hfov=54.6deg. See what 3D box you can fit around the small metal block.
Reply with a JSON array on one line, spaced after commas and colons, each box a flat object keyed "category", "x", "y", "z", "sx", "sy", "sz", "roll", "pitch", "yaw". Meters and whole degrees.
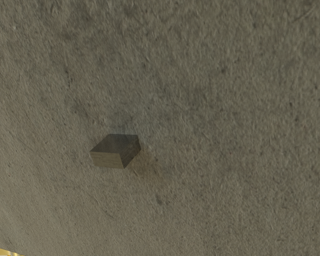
[{"category": "small metal block", "x": -0.063, "y": 0.032, "z": 0.444, "sx": 0.050, "sy": 0.050, "sz": 0.025, "roll": 1, "pitch": 119, "yaw": 27}]
